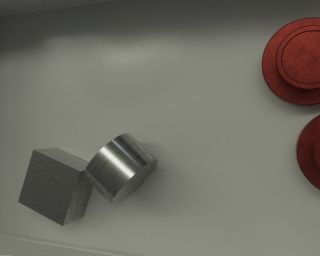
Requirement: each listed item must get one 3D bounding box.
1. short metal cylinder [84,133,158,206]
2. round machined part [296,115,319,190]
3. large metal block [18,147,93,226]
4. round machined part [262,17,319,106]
[{"bbox_3d":[-0.049,0.053,0.397,0.050,0.080,0.080,43,103,14],"label":"short metal cylinder"},{"bbox_3d":[0.200,0.027,0.331,0.098,0.042,0.097,0,90,19],"label":"round machined part"},{"bbox_3d":[-0.145,0.081,0.447,0.080,0.050,0.080,21,97,18],"label":"large metal block"},{"bbox_3d":[0.165,-0.074,0.344,0.098,0.042,0.097,0,90,19],"label":"round machined part"}]
